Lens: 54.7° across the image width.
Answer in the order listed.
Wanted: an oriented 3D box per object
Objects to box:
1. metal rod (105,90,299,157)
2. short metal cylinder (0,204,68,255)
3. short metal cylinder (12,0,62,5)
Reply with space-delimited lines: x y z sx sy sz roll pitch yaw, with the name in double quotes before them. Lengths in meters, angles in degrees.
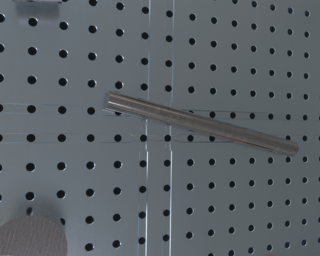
"metal rod" 0.072 -0.001 0.439 0.302 0.025 0.025 14 85 -20
"short metal cylinder" -0.147 0.131 0.346 0.081 0.050 0.079 0 90 -20
"short metal cylinder" -0.135 -0.177 0.333 0.050 0.080 0.079 -5 92 -20
